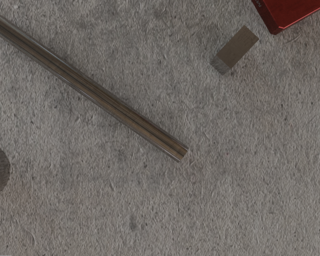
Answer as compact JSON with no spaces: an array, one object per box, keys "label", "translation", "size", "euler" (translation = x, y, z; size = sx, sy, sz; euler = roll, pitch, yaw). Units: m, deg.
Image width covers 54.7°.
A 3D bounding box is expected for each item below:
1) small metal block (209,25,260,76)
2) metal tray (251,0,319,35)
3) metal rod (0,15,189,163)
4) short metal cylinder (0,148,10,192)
[{"label":"small metal block","translation":[0.094,-0.098,0.398],"size":[0.025,0.050,0.050],"euler":[43,90,0]},{"label":"metal tray","translation":[0.160,-0.202,0.409],"size":[0.090,0.030,0.130],"euler":[-30,90,0]},{"label":"metal rod","translation":[-0.092,-0.051,0.409],"size":[0.301,0.025,0.025],"euler":[35,90,0]},{"label":"short metal cylinder","translation":[-0.244,0.057,0.395],"size":[0.081,0.050,0.080],"euler":[0,90,0]}]
